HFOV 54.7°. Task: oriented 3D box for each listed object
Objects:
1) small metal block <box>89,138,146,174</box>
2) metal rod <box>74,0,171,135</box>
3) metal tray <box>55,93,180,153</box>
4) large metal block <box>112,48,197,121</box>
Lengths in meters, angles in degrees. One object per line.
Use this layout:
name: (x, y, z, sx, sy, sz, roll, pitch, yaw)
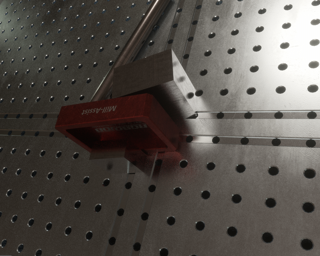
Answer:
small metal block: (-0.053, 0.037, 0.396, 0.050, 0.050, 0.025, -6, 59, 24)
metal rod: (-0.056, -0.113, 0.505, 0.025, 0.025, 0.300, 17, 70, 34)
metal tray: (-0.052, 0.001, 0.391, 0.130, 0.090, 0.030, -6, 60, 25)
large metal block: (-0.005, -0.046, 0.403, 0.080, 0.080, 0.050, -15, 56, 20)
